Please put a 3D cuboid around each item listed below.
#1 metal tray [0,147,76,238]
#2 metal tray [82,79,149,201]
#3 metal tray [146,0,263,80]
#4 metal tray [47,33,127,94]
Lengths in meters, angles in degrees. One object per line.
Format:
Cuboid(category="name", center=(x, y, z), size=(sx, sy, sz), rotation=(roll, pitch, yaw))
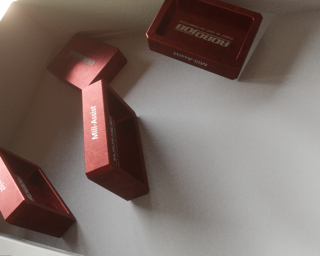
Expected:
Cuboid(category="metal tray", center=(-0.176, 0.081, 0.406), size=(0.030, 0.090, 0.130), rotation=(-48, 51, -5))
Cuboid(category="metal tray", center=(-0.055, 0.014, 0.384), size=(0.030, 0.090, 0.130), rotation=(-23, 53, 15))
Cuboid(category="metal tray", center=(0.059, -0.129, 0.416), size=(0.130, 0.030, 0.090), rotation=(23, 74, 11))
Cuboid(category="metal tray", center=(-0.130, -0.111, 0.539), size=(0.130, 0.030, 0.090), rotation=(30, 78, 37))
